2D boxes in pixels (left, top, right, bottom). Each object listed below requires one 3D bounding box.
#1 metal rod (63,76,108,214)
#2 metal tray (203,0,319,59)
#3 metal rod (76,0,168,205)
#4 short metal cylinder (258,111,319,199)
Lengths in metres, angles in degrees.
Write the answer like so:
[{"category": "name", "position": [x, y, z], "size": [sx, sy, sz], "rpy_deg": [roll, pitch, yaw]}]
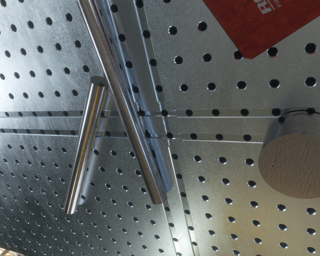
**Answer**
[{"category": "metal rod", "position": [-0.127, 0.046, 0.504], "size": [0.025, 0.025, 0.298], "rpy_deg": [30, 128, 9]}, {"category": "metal tray", "position": [0.082, -0.140, 0.278], "size": [0.090, 0.030, 0.130], "rpy_deg": [-32, 101, 38]}, {"category": "metal rod", "position": [-0.043, -0.021, 0.419], "size": [0.025, 0.025, 0.298], "rpy_deg": [-4, 117, 30]}, {"category": "short metal cylinder", "position": [0.151, 0.029, 0.333], "size": [0.080, 0.050, 0.079], "rpy_deg": [13, 124, 20]}]
